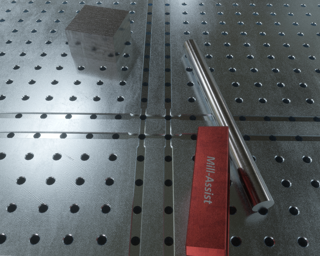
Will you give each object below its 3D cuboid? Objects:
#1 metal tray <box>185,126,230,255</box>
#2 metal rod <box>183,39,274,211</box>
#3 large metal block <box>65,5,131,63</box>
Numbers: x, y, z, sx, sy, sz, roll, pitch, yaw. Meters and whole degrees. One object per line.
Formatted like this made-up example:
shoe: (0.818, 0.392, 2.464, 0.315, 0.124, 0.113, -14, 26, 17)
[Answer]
metal tray: (0.051, 0.073, 0.302, 0.030, 0.090, 0.130, 0, 49, 14)
metal rod: (0.082, -0.027, 0.431, 0.025, 0.025, 0.300, -9, 51, -8)
large metal block: (-0.101, -0.161, 0.525, 0.080, 0.050, 0.080, 11, 51, 9)
